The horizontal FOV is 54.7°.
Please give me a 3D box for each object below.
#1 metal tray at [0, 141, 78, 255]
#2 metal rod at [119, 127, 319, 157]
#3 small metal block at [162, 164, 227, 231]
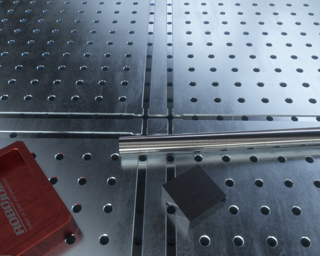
[{"bbox_3d":[-0.162,0.082,0.333,0.091,0.030,0.130,-32,57,-24],"label":"metal tray"},{"bbox_3d":[0.101,0.016,0.394,0.302,0.025,0.025,-3,50,-3],"label":"metal rod"},{"bbox_3d":[0.037,0.076,0.344,0.050,0.025,0.050,-27,55,-21],"label":"small metal block"}]
